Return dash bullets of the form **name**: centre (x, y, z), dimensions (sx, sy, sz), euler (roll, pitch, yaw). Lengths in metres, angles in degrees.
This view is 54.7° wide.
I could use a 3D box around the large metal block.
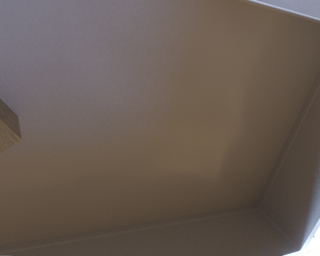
- **large metal block**: centre (-0.191, -0.005, 0.285), dimensions (0.080, 0.050, 0.080), euler (-34, 129, -6)
